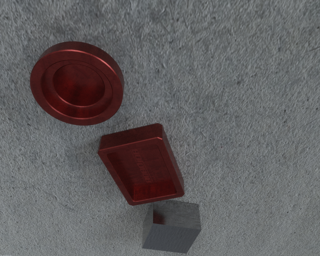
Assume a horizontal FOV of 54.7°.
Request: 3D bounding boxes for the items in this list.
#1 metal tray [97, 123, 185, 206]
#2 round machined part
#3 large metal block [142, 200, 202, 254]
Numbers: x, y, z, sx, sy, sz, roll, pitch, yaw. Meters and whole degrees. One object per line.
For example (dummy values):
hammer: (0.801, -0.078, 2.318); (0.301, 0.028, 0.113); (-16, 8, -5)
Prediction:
metal tray: (-0.023, 0.058, 0.452); (0.090, 0.030, 0.129); (-13, 129, 10)
round machined part: (-0.090, -0.053, 0.350); (0.099, 0.042, 0.097); (-1, 130, 0)
large metal block: (0.018, 0.170, 0.536); (0.081, 0.050, 0.079); (11, 129, -10)
